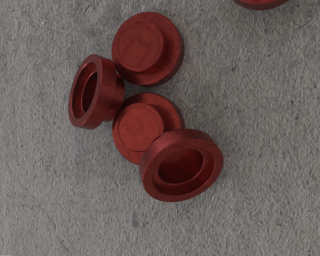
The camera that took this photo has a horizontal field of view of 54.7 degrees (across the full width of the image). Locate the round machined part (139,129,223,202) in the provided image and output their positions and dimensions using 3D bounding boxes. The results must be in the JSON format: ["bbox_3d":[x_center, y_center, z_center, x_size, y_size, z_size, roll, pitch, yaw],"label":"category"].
[{"bbox_3d":[0.022,0.040,0.373,0.098,0.098,0.042,-44,37,15],"label":"round machined part"}]

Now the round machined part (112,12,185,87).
[{"bbox_3d":[-0.021,-0.104,0.407,0.098,0.042,0.097,0,90,20],"label":"round machined part"}]

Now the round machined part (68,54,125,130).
[{"bbox_3d":[-0.082,-0.045,0.413,0.098,0.042,0.098,-22,61,48],"label":"round machined part"}]

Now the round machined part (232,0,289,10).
[{"bbox_3d":[0.121,-0.184,0.357,0.098,0.042,0.097,0,90,20],"label":"round machined part"}]

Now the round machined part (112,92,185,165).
[{"bbox_3d":[-0.020,0.002,0.407,0.098,0.042,0.097,0,90,20],"label":"round machined part"}]
